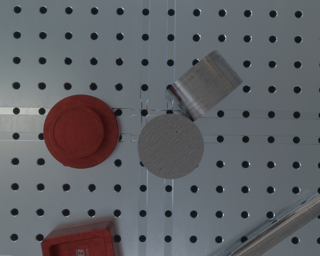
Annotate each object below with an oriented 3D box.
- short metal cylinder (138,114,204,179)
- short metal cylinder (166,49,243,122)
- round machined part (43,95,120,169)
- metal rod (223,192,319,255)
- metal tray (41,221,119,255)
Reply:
[{"bbox_3d":[0.014,0.022,0.400,0.080,0.050,0.080,0,91,1],"label":"short metal cylinder"},{"bbox_3d":[0.055,-0.052,0.386,0.080,0.080,0.050,-39,90,0],"label":"short metal cylinder"},{"bbox_3d":[-0.103,0.005,0.404,0.099,0.042,0.097,0,90,0],"label":"round machined part"},{"bbox_3d":[0.093,0.182,0.413,0.301,0.025,0.025,-34,90,0],"label":"metal rod"},{"bbox_3d":[-0.097,0.198,0.410,0.091,0.030,0.129,-10,90,0],"label":"metal tray"}]
